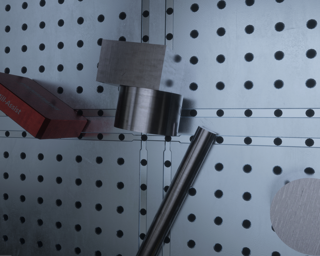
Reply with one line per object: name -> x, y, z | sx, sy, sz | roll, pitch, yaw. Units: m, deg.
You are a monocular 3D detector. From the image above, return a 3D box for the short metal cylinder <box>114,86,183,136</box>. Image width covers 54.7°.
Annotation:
short metal cylinder -> -0.014, -0.021, 0.388 | 0.080, 0.080, 0.050 | 9, 93, 19

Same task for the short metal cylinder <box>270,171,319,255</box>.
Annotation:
short metal cylinder -> 0.164, 0.091, 0.342 | 0.080, 0.050, 0.079 | 0, 90, 19

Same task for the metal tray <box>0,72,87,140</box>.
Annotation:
metal tray -> -0.180, -0.033, 0.439 | 0.130, 0.090, 0.030 | 34, 101, 16

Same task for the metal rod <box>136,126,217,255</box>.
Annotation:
metal rod -> -0.002, 0.136, 0.412 | 0.025, 0.025, 0.298 | 28, 99, 17

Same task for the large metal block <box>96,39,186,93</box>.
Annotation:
large metal block -> -0.021, -0.073, 0.390 | 0.080, 0.080, 0.050 | 11, 94, 19
